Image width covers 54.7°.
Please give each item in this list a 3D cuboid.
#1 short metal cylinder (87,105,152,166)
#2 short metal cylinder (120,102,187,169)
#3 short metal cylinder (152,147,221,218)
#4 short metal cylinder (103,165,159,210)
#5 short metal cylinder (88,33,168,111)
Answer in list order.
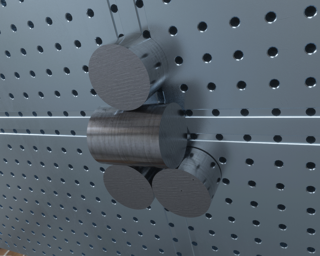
[{"bbox_3d":[-0.050,0.009,0.406,0.050,0.080,0.080,0,119,28],"label":"short metal cylinder"},{"bbox_3d":[-0.005,0.009,0.383,0.050,0.080,0.080,0,119,28],"label":"short metal cylinder"},{"bbox_3d":[0.036,0.073,0.418,0.080,0.050,0.079,13,124,20],"label":"short metal cylinder"},{"bbox_3d":[-0.035,0.072,0.455,0.080,0.050,0.079,13,124,20],"label":"short metal cylinder"},{"bbox_3d":[-0.037,-0.068,0.371,0.080,0.050,0.079,13,124,20],"label":"short metal cylinder"}]
